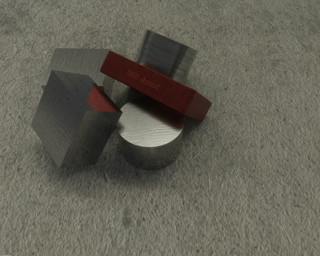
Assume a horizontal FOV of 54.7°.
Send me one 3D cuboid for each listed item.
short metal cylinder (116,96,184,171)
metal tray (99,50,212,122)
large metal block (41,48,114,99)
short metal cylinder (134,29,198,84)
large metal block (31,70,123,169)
[{"bbox_3d":[-0.012,0.006,0.384,0.081,0.050,0.080,0,50,0],"label":"short metal cylinder"},{"bbox_3d":[-0.004,-0.054,0.409,0.130,0.090,0.030,29,96,22],"label":"metal tray"},{"bbox_3d":[-0.112,-0.069,0.443,0.080,0.050,0.080,1,50,0],"label":"large metal block"},{"bbox_3d":[0.008,-0.103,0.450,0.080,0.050,0.080,22,14,-5],"label":"short metal cylinder"},{"bbox_3d":[-0.102,-0.011,0.368,0.050,0.080,0.080,0,38,-50],"label":"large metal block"}]
